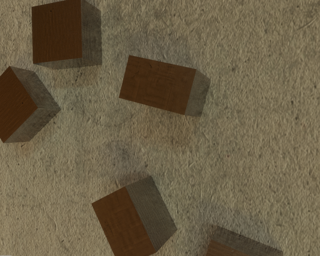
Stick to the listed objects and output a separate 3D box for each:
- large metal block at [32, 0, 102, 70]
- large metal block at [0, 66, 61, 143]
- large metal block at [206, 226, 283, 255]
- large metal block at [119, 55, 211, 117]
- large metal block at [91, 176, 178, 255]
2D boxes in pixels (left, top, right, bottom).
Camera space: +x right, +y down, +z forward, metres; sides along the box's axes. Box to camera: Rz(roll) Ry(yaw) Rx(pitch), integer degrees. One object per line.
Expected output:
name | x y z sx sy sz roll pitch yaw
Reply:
large metal block | -0.132 -0.131 0.442 0.080 0.050 0.080 -2 90 20
large metal block | -0.213 -0.034 0.471 0.080 0.050 0.080 -41 77 15
large metal block | 0.092 0.175 0.363 0.080 0.050 0.080 18 96 19
large metal block | 0.009 -0.048 0.376 0.080 0.080 0.050 16 96 19
large metal block | -0.029 0.113 0.390 0.050 0.080 0.080 -30 81 18
